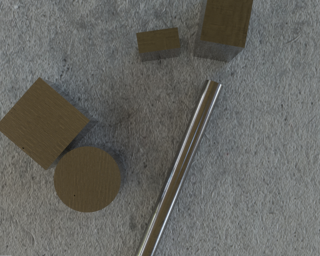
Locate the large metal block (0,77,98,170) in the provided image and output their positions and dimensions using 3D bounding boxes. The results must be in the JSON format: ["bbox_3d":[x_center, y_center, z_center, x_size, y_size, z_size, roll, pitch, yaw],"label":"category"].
[{"bbox_3d":[-0.141,-0.005,0.396,0.080,0.050,0.080,41,90,0],"label":"large metal block"}]

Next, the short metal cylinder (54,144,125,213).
[{"bbox_3d":[-0.087,0.062,0.397,0.081,0.050,0.080,0,90,0],"label":"short metal cylinder"}]

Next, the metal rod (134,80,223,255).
[{"bbox_3d":[0.016,0.079,0.410,0.025,0.025,0.299,22,90,0],"label":"metal rod"}]

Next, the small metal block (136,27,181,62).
[{"bbox_3d":[-0.002,-0.106,0.397,0.050,0.050,0.025,-8,90,0],"label":"small metal block"}]

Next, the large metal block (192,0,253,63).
[{"bbox_3d":[0.076,-0.133,0.383,0.050,0.080,0.080,10,90,0],"label":"large metal block"}]
